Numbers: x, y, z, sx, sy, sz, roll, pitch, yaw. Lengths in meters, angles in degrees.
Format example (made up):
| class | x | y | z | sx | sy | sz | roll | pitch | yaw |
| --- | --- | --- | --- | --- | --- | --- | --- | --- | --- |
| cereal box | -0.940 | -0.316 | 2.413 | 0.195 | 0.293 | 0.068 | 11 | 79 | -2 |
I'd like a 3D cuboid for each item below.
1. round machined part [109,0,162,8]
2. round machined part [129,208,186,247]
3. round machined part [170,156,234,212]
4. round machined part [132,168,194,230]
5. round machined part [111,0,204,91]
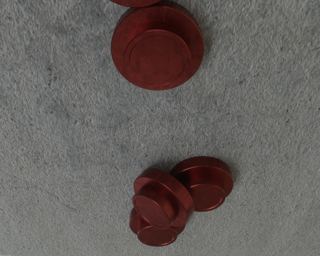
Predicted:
| class | x | y | z | sx | sy | sz | roll | pitch | yaw |
| --- | --- | --- | --- | --- | --- | --- | --- | --- | --- |
| round machined part | -0.023 | -0.152 | 0.266 | 0.099 | 0.042 | 0.097 | 0 | 130 | 0 |
| round machined part | -0.004 | 0.172 | 0.542 | 0.099 | 0.042 | 0.097 | 0 | 130 | 0 |
| round machined part | 0.063 | 0.092 | 0.475 | 0.099 | 0.042 | 0.097 | 0 | 130 | 0 |
| round machined part | -0.002 | 0.111 | 0.459 | 0.098 | 0.042 | 0.097 | 25 | 137 | 26 |
| round machined part | -0.003 | -0.080 | 0.328 | 0.099 | 0.042 | 0.097 | 0 | 130 | 0 |
